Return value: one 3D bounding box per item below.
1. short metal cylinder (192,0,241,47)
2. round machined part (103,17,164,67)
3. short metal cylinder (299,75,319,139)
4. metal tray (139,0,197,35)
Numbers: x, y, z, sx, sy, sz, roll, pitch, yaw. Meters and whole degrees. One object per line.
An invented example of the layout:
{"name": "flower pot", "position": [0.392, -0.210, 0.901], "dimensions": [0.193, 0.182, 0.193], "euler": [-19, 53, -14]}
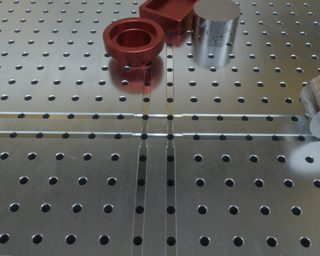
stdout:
{"name": "short metal cylinder", "position": [0.098, -0.189, 0.550], "dimensions": [0.081, 0.050, 0.080], "euler": [0, 50, 0]}
{"name": "round machined part", "position": [-0.042, -0.138, 0.513], "dimensions": [0.099, 0.042, 0.098], "euler": [0, 50, 0]}
{"name": "short metal cylinder", "position": [0.228, -0.028, 0.397], "dimensions": [0.080, 0.080, 0.050], "euler": [1, 50, 1]}
{"name": "metal tray", "position": [0.031, -0.237, 0.603], "dimensions": [0.090, 0.030, 0.130], "euler": [25, 54, 19]}
